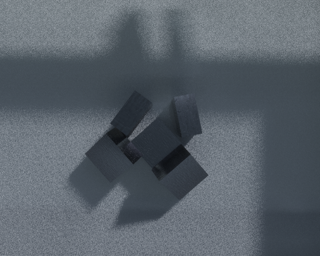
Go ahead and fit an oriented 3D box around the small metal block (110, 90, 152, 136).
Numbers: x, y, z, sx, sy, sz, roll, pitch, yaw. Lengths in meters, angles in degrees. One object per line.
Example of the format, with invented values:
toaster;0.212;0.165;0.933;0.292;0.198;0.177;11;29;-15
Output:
small metal block;-0.035;-0.018;0.396;0.025;0.050;0.050;37;90;0

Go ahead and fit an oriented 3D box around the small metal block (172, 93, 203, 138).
small metal block;0.033;-0.015;0.397;0.025;0.050;0.050;-11;90;-1

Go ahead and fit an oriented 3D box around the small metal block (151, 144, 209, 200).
small metal block;0.026;0.057;0.397;0.050;0.025;0.050;-41;127;-1

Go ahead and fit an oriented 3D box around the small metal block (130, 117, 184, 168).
small metal block;-0.004;0.021;0.409;0.050;0.025;0.050;-42;91;0

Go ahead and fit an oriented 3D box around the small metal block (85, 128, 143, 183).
small metal block;-0.060;0.034;0.398;0.050;0.025;0.050;49;123;-1
